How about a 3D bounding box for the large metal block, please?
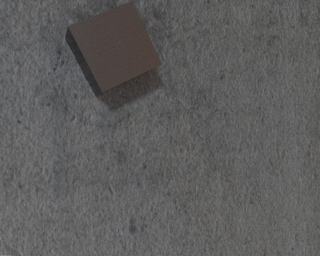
[{"bbox_3d":[-0.057,-0.093,0.375,0.080,0.050,0.080,-29,100,-18],"label":"large metal block"}]
